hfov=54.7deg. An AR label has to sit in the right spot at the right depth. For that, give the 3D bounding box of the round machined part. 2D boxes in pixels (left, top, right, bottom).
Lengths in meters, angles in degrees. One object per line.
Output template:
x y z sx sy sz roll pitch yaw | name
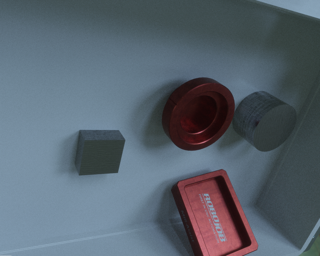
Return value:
0.046 -0.022 0.411 0.099 0.042 0.097 -14 125 -21 | round machined part

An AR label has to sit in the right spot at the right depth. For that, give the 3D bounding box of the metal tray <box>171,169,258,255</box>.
0.082 0.137 0.475 0.091 0.130 0.030 -11 157 -23 | metal tray

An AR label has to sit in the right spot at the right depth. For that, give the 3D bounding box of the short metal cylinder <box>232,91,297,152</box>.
0.160 -0.011 0.476 0.081 0.050 0.079 -14 125 -21 | short metal cylinder

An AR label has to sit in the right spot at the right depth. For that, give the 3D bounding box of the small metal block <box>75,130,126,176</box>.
-0.076 0.030 0.387 0.050 0.025 0.050 1 118 -29 | small metal block
